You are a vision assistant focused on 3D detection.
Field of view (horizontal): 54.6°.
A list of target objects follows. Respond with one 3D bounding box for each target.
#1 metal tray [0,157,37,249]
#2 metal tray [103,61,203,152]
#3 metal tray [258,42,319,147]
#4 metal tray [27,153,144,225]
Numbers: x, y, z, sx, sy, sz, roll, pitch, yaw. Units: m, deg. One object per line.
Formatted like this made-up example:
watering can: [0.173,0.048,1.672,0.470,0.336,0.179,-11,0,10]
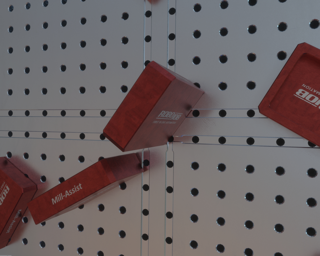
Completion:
metal tray: [-0.268,0.124,0.505,0.090,0.030,0.129,34,101,16]
metal tray: [-0.001,-0.021,0.357,0.030,0.130,0.090,39,103,16]
metal tray: [0.189,-0.024,0.342,0.130,0.030,0.090,33,101,17]
metal tray: [-0.096,0.078,0.412,0.130,0.090,0.030,-30,80,17]
